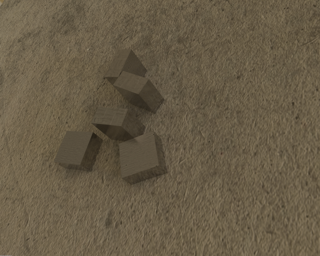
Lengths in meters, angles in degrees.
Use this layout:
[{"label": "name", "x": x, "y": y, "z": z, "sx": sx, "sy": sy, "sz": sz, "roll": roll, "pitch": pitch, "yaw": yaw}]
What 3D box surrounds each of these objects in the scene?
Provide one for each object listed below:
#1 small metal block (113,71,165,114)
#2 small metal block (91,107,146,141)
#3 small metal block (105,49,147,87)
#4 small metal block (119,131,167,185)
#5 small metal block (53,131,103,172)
[{"label": "small metal block", "x": -0.029, "y": -0.050, "z": 0.434, "sx": 0.050, "sy": 0.050, "sz": 0.025, "roll": 23, "pitch": 75, "yaw": 36}, {"label": "small metal block", "x": -0.055, "y": -0.004, "z": 0.419, "sx": 0.050, "sy": 0.050, "sz": 0.025, "roll": 6, "pitch": 65, "yaw": 31}, {"label": "small metal block", "x": -0.050, "y": -0.082, "z": 0.464, "sx": 0.025, "sy": 0.050, "sz": 0.050, "roll": 7, "pitch": 65, "yaw": 31}, {"label": "small metal block", "x": -0.022, "y": 0.038, "z": 0.392, "sx": 0.050, "sy": 0.025, "sz": 0.050, "roll": -21, "pitch": 54, "yaw": 15}, {"label": "small metal block", "x": -0.117, "y": 0.033, "z": 0.445, "sx": 0.050, "sy": 0.025, "sz": 0.050, "roll": 2, "pitch": 63, "yaw": 29}]
